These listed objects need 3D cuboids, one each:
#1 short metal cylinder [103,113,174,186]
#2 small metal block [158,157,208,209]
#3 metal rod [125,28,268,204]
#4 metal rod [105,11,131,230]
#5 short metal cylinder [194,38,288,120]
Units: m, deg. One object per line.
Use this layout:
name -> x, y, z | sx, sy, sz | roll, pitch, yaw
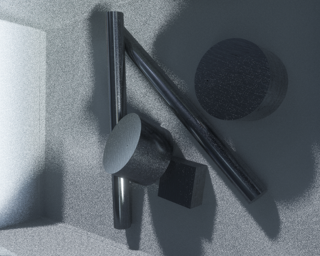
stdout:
short metal cylinder -> -0.029, 0.027, 0.392 | 0.080, 0.050, 0.080 | -35, 41, 37
small metal block -> 0.027, 0.066, 0.383 | 0.050, 0.025, 0.050 | 12, 98, 39
metal rod -> 0.020, -0.034, 0.388 | 0.300, 0.025, 0.025 | 52, 120, 27
metal rod -> -0.058, -0.006, 0.432 | 0.025, 0.025, 0.298 | 4, 98, 39
short metal cylinder -> 0.083, -0.047, 0.321 | 0.080, 0.050, 0.079 | 0, 90, 39
